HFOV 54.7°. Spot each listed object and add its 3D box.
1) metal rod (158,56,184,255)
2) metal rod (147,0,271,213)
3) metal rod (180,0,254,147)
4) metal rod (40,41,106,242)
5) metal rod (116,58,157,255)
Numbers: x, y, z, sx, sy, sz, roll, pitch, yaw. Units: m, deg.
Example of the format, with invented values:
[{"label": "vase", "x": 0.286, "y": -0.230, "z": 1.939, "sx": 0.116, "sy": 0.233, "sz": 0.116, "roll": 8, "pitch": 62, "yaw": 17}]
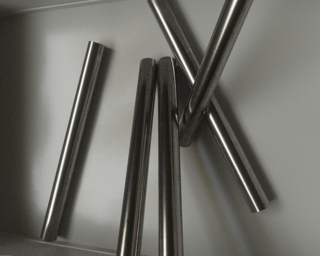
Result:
[{"label": "metal rod", "x": 0.010, "y": 0.048, "z": 0.344, "sx": 0.025, "sy": 0.025, "sz": 0.299, "roll": -10, "pitch": 62, "yaw": 20}, {"label": "metal rod", "x": 0.057, "y": -0.039, "z": 0.390, "sx": 0.025, "sy": 0.025, "sz": 0.299, "roll": -28, "pitch": 81, "yaw": 18}, {"label": "metal rod", "x": 0.067, "y": -0.097, "z": 0.314, "sx": 0.025, "sy": 0.025, "sz": 0.298, "roll": 32, "pitch": 129, "yaw": 17}, {"label": "metal rod", "x": -0.129, "y": 0.023, "z": 0.455, "sx": 0.025, "sy": 0.025, "sz": 0.298, "roll": 17, "pitch": 96, "yaw": 19}, {"label": "metal rod", "x": -0.026, "y": 0.049, "z": 0.356, "sx": 0.025, "sy": 0.025, "sz": 0.299, "roll": -5, "pitch": 64, "yaw": 20}]
